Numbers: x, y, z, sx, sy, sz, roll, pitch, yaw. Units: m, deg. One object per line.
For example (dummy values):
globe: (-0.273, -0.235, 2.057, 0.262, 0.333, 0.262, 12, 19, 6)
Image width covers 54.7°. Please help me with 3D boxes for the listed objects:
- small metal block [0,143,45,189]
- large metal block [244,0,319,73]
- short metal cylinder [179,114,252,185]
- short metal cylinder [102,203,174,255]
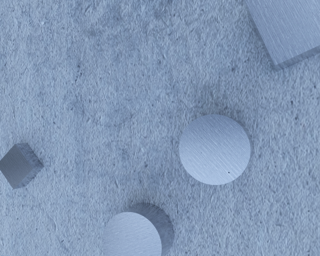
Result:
small metal block: (-0.219, 0.059, 0.486, 0.050, 0.025, 0.050, -44, 77, 14)
large metal block: (0.150, -0.118, 0.343, 0.080, 0.050, 0.080, -24, 82, 18)
short metal cylinder: (0.069, 0.024, 0.371, 0.080, 0.050, 0.080, 0, 90, 20)
short metal cylinder: (-0.027, 0.143, 0.405, 0.080, 0.050, 0.080, 0, 90, 20)
